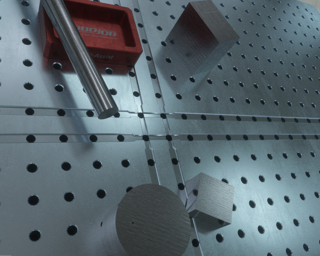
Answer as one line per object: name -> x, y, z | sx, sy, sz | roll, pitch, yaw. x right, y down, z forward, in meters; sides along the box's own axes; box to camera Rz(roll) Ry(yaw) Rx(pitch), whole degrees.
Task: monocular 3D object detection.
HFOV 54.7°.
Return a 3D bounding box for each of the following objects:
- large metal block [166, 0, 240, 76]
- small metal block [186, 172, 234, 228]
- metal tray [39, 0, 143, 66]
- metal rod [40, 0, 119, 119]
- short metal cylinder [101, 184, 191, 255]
large metal block -> 0.067, -0.144, 0.499 | 0.050, 0.080, 0.080 | -23, 75, -37
small metal block -> 0.063, 0.091, 0.389 | 0.050, 0.025, 0.050 | 25, 53, -13
metal tray -> -0.097, -0.138, 0.437 | 0.131, 0.030, 0.090 | -1, 62, -29
metal rod -> -0.127, -0.143, 0.388 | 0.025, 0.025, 0.299 | -17, 71, -35
short metal cylinder -> -0.015, 0.104, 0.321 | 0.081, 0.050, 0.080 | 14, 56, -21
